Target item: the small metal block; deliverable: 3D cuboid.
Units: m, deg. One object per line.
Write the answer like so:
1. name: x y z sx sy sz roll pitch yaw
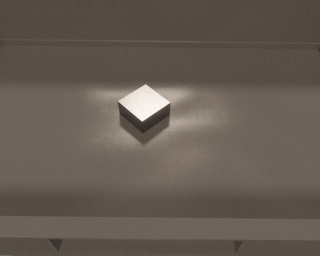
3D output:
1. small metal block: -0.022 -0.027 0.428 0.050 0.025 0.050 -36 59 -26
